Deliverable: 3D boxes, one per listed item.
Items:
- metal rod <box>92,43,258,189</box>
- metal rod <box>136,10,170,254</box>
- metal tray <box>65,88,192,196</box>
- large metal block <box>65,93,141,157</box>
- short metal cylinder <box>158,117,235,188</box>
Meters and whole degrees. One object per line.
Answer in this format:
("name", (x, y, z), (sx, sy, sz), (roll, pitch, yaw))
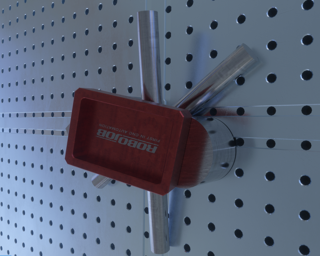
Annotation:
("metal rod", (0.000, 0.002, 0.408), (0.299, 0.025, 0.025), (-41, 66, 32))
("metal rod", (-0.007, 0.013, 0.384), (0.025, 0.025, 0.298), (5, 102, 39))
("metal tray", (-0.038, 0.011, 0.344), (0.130, 0.030, 0.089), (14, 99, 20))
("large metal block", (-0.068, -0.001, 0.426), (0.080, 0.081, 0.050), (-41, 65, 32))
("short metal cylinder", (0.039, 0.026, 0.358), (0.080, 0.050, 0.079), (0, 90, 39))
